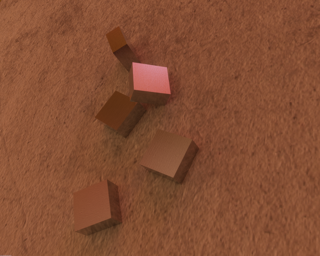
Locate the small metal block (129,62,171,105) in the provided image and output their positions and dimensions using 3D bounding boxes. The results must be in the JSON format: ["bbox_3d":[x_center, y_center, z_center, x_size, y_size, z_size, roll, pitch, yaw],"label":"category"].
[{"bbox_3d":[-0.015,-0.061,0.431,0.050,0.025,0.050,5,55,-17],"label":"small metal block"}]

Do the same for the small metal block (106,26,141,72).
[{"bbox_3d":[-0.057,-0.124,0.492,0.025,0.050,0.050,-30,52,9],"label":"small metal block"}]

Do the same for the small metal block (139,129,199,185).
[{"bbox_3d":[0.012,0.034,0.376,0.050,0.025,0.050,17,70,34],"label":"small metal block"}]

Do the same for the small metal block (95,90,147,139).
[{"bbox_3d":[-0.056,-0.020,0.444,0.050,0.025,0.050,27,76,37],"label":"small metal block"}]

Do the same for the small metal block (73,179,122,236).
[{"bbox_3d":[-0.078,0.098,0.383,0.050,0.025,0.050,-24,53,13],"label":"small metal block"}]
